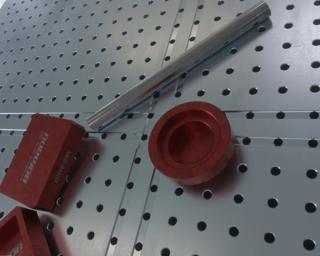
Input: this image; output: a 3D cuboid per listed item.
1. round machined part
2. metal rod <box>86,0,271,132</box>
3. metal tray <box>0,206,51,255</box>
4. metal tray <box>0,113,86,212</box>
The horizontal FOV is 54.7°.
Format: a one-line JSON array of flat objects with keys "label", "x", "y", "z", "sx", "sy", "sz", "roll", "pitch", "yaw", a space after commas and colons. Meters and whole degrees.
[{"label": "round machined part", "x": 0.039, "y": 0.021, "z": 0.364, "sx": 0.098, "sy": 0.042, "sz": 0.098, "roll": -13, "pitch": 56, "yaw": 21}, {"label": "metal rod", "x": 0.023, "y": -0.086, "z": 0.449, "sx": 0.300, "sy": 0.025, "sz": 0.025, "roll": -33, "pitch": 52, "yaw": 6}, {"label": "metal tray", "x": -0.206, "y": 0.177, "z": 0.398, "sx": 0.130, "sy": 0.030, "sz": 0.090, "roll": -43, "pitch": 51, "yaw": 3}, {"label": "metal tray", "x": -0.174, "y": 0.047, "z": 0.458, "sx": 0.090, "sy": 0.030, "sz": 0.130, "roll": 11, "pitch": 74, "yaw": 32}]
